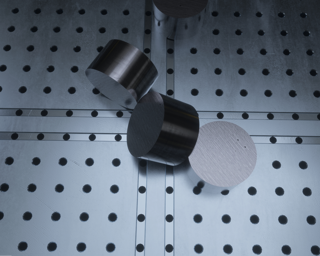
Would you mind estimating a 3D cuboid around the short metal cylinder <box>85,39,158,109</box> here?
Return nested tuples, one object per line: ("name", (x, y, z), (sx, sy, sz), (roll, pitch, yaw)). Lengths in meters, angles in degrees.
("short metal cylinder", (-0.050, -0.069, 0.407), (0.080, 0.080, 0.050), (30, 73, 10))

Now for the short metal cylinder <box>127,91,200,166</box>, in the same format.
("short metal cylinder", (0.002, 0.001, 0.374), (0.050, 0.080, 0.080), (18, 66, -32))

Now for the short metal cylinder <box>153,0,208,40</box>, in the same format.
("short metal cylinder", (0.029, -0.181, 0.464), (0.081, 0.050, 0.080), (0, 70, 0))

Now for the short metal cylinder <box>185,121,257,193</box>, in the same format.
("short metal cylinder", (0.073, 0.037, 0.385), (0.081, 0.050, 0.080), (0, 70, 0))
